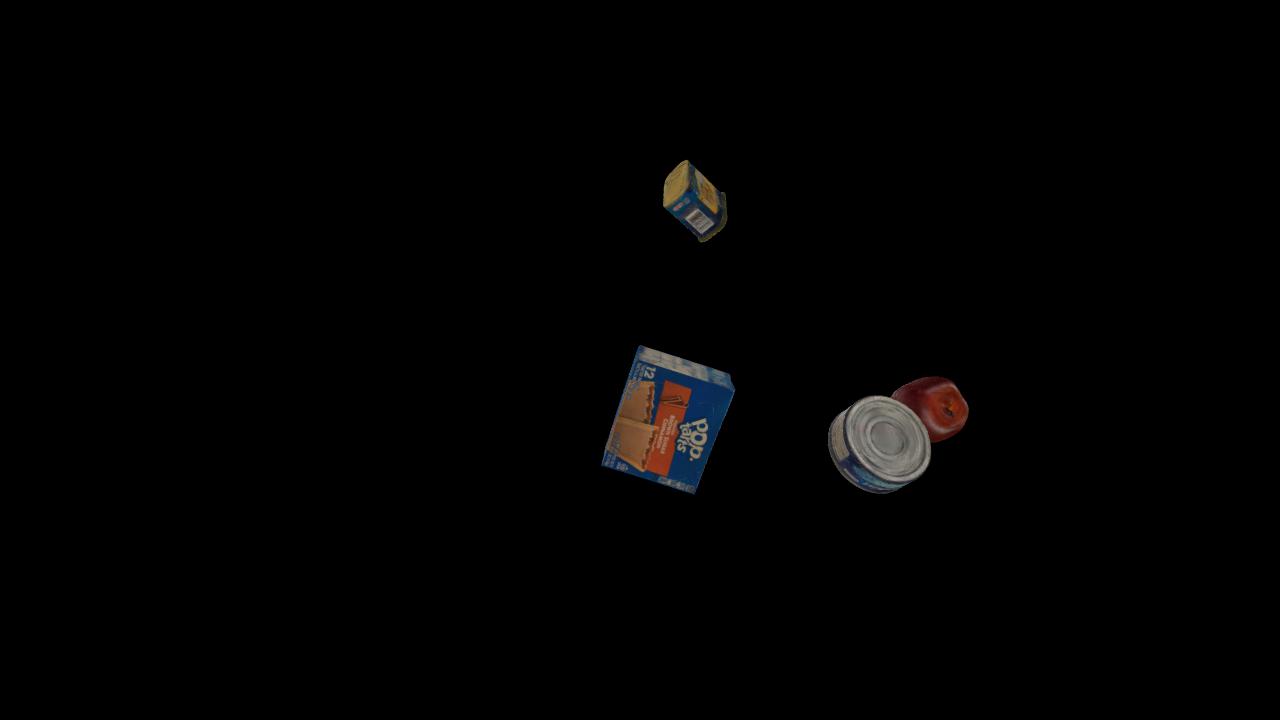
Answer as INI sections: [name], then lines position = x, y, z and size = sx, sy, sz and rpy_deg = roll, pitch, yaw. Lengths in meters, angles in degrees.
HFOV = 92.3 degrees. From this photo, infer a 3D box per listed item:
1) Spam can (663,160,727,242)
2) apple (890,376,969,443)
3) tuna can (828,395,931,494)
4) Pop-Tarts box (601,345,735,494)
[Spam can]
position = 0.083, -0.243, 0.936
size = 0.085, 0.101, 0.058
rpy_deg = 36, -53, -28
[apple]
position = 0.326, 0.058, 0.702
size = 0.079, 0.079, 0.093
rpy_deg = 0, -5, -11
[tuna can]
position = 0.215, 0.075, 0.552
size = 0.084, 0.084, 0.034
rpy_deg = 0, -26, -12
[Pop-Tarts box]
position = 0.038, 0.084, 0.872
size = 0.141, 0.167, 0.083
rpy_deg = 18, 18, -3
